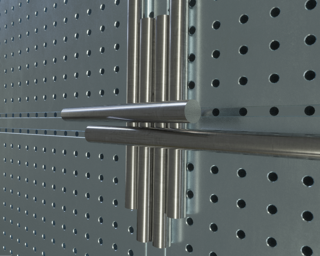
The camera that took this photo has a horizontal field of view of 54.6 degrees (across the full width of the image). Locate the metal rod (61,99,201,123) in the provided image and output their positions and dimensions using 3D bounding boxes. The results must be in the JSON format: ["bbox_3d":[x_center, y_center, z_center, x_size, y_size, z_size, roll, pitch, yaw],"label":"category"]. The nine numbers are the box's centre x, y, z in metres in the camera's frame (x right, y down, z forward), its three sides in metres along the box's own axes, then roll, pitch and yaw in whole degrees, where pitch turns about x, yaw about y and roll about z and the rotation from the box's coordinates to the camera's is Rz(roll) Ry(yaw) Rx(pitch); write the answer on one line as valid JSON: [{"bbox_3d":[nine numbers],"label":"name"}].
[{"bbox_3d":[-0.064,-0.021,0.433,0.299,0.025,0.025,2,91,49],"label":"metal rod"}]

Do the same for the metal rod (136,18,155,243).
[{"bbox_3d":[-0.017,0.003,0.423,0.025,0.025,0.298,2,91,40],"label":"metal rod"}]

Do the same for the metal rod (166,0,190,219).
[{"bbox_3d":[0.023,-0.038,0.390,0.025,0.025,0.298,1,91,40],"label":"metal rod"}]

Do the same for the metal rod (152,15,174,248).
[{"bbox_3d":[0.004,0.005,0.408,0.025,0.025,0.298,1,91,40],"label":"metal rod"}]

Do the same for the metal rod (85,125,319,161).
[{"bbox_3d":[0.032,0.013,0.357,0.300,0.025,0.025,2,92,31],"label":"metal rod"}]

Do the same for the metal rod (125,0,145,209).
[{"bbox_3d":[-0.035,-0.037,0.439,0.025,0.025,0.298,1,91,40],"label":"metal rod"}]
